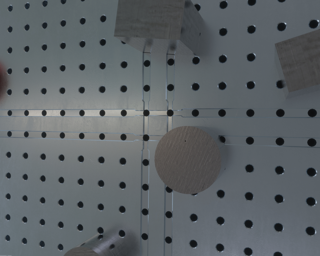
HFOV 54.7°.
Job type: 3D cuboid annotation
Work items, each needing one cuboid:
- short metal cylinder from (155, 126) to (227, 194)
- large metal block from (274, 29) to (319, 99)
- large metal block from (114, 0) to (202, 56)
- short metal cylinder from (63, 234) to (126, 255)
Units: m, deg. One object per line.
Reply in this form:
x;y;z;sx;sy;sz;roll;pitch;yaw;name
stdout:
0.040;0.037;0.385;0.080;0.050;0.080;0;90;20;short metal cylinder
0.168;-0.068;0.324;0.080;0.080;0.050;-15;85;19;large metal block
0.001;-0.125;0.383;0.080;0.080;0.050;9;93;20;large metal block
-0.092;0.197;0.432;0.080;0.050;0.080;0;90;20;short metal cylinder
